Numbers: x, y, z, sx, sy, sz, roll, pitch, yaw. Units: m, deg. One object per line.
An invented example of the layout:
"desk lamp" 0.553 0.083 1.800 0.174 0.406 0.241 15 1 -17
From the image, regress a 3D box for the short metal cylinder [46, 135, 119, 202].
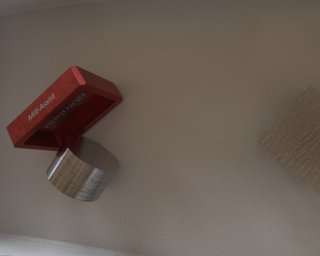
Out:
"short metal cylinder" -0.102 0.053 0.416 0.080 0.080 0.050 37 102 16

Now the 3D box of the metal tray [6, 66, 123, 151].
"metal tray" -0.125 -0.020 0.416 0.130 0.090 0.030 -38 69 16

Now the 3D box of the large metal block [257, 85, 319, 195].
"large metal block" 0.167 0.012 0.339 0.080 0.050 0.080 43 103 14
